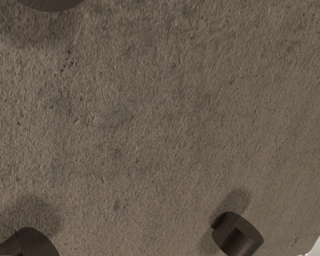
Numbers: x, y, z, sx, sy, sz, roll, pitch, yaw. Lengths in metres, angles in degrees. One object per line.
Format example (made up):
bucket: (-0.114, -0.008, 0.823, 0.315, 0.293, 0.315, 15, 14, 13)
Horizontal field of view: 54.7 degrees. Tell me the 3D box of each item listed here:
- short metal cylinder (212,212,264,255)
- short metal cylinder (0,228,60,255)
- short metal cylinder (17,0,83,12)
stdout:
short metal cylinder: (0.145, 0.203, 0.579, 0.080, 0.080, 0.050, 25, 105, -37)
short metal cylinder: (-0.168, 0.174, 0.388, 0.050, 0.080, 0.080, -38, 130, -3)
short metal cylinder: (-0.096, -0.141, 0.252, 0.081, 0.050, 0.079, -14, 125, -21)
